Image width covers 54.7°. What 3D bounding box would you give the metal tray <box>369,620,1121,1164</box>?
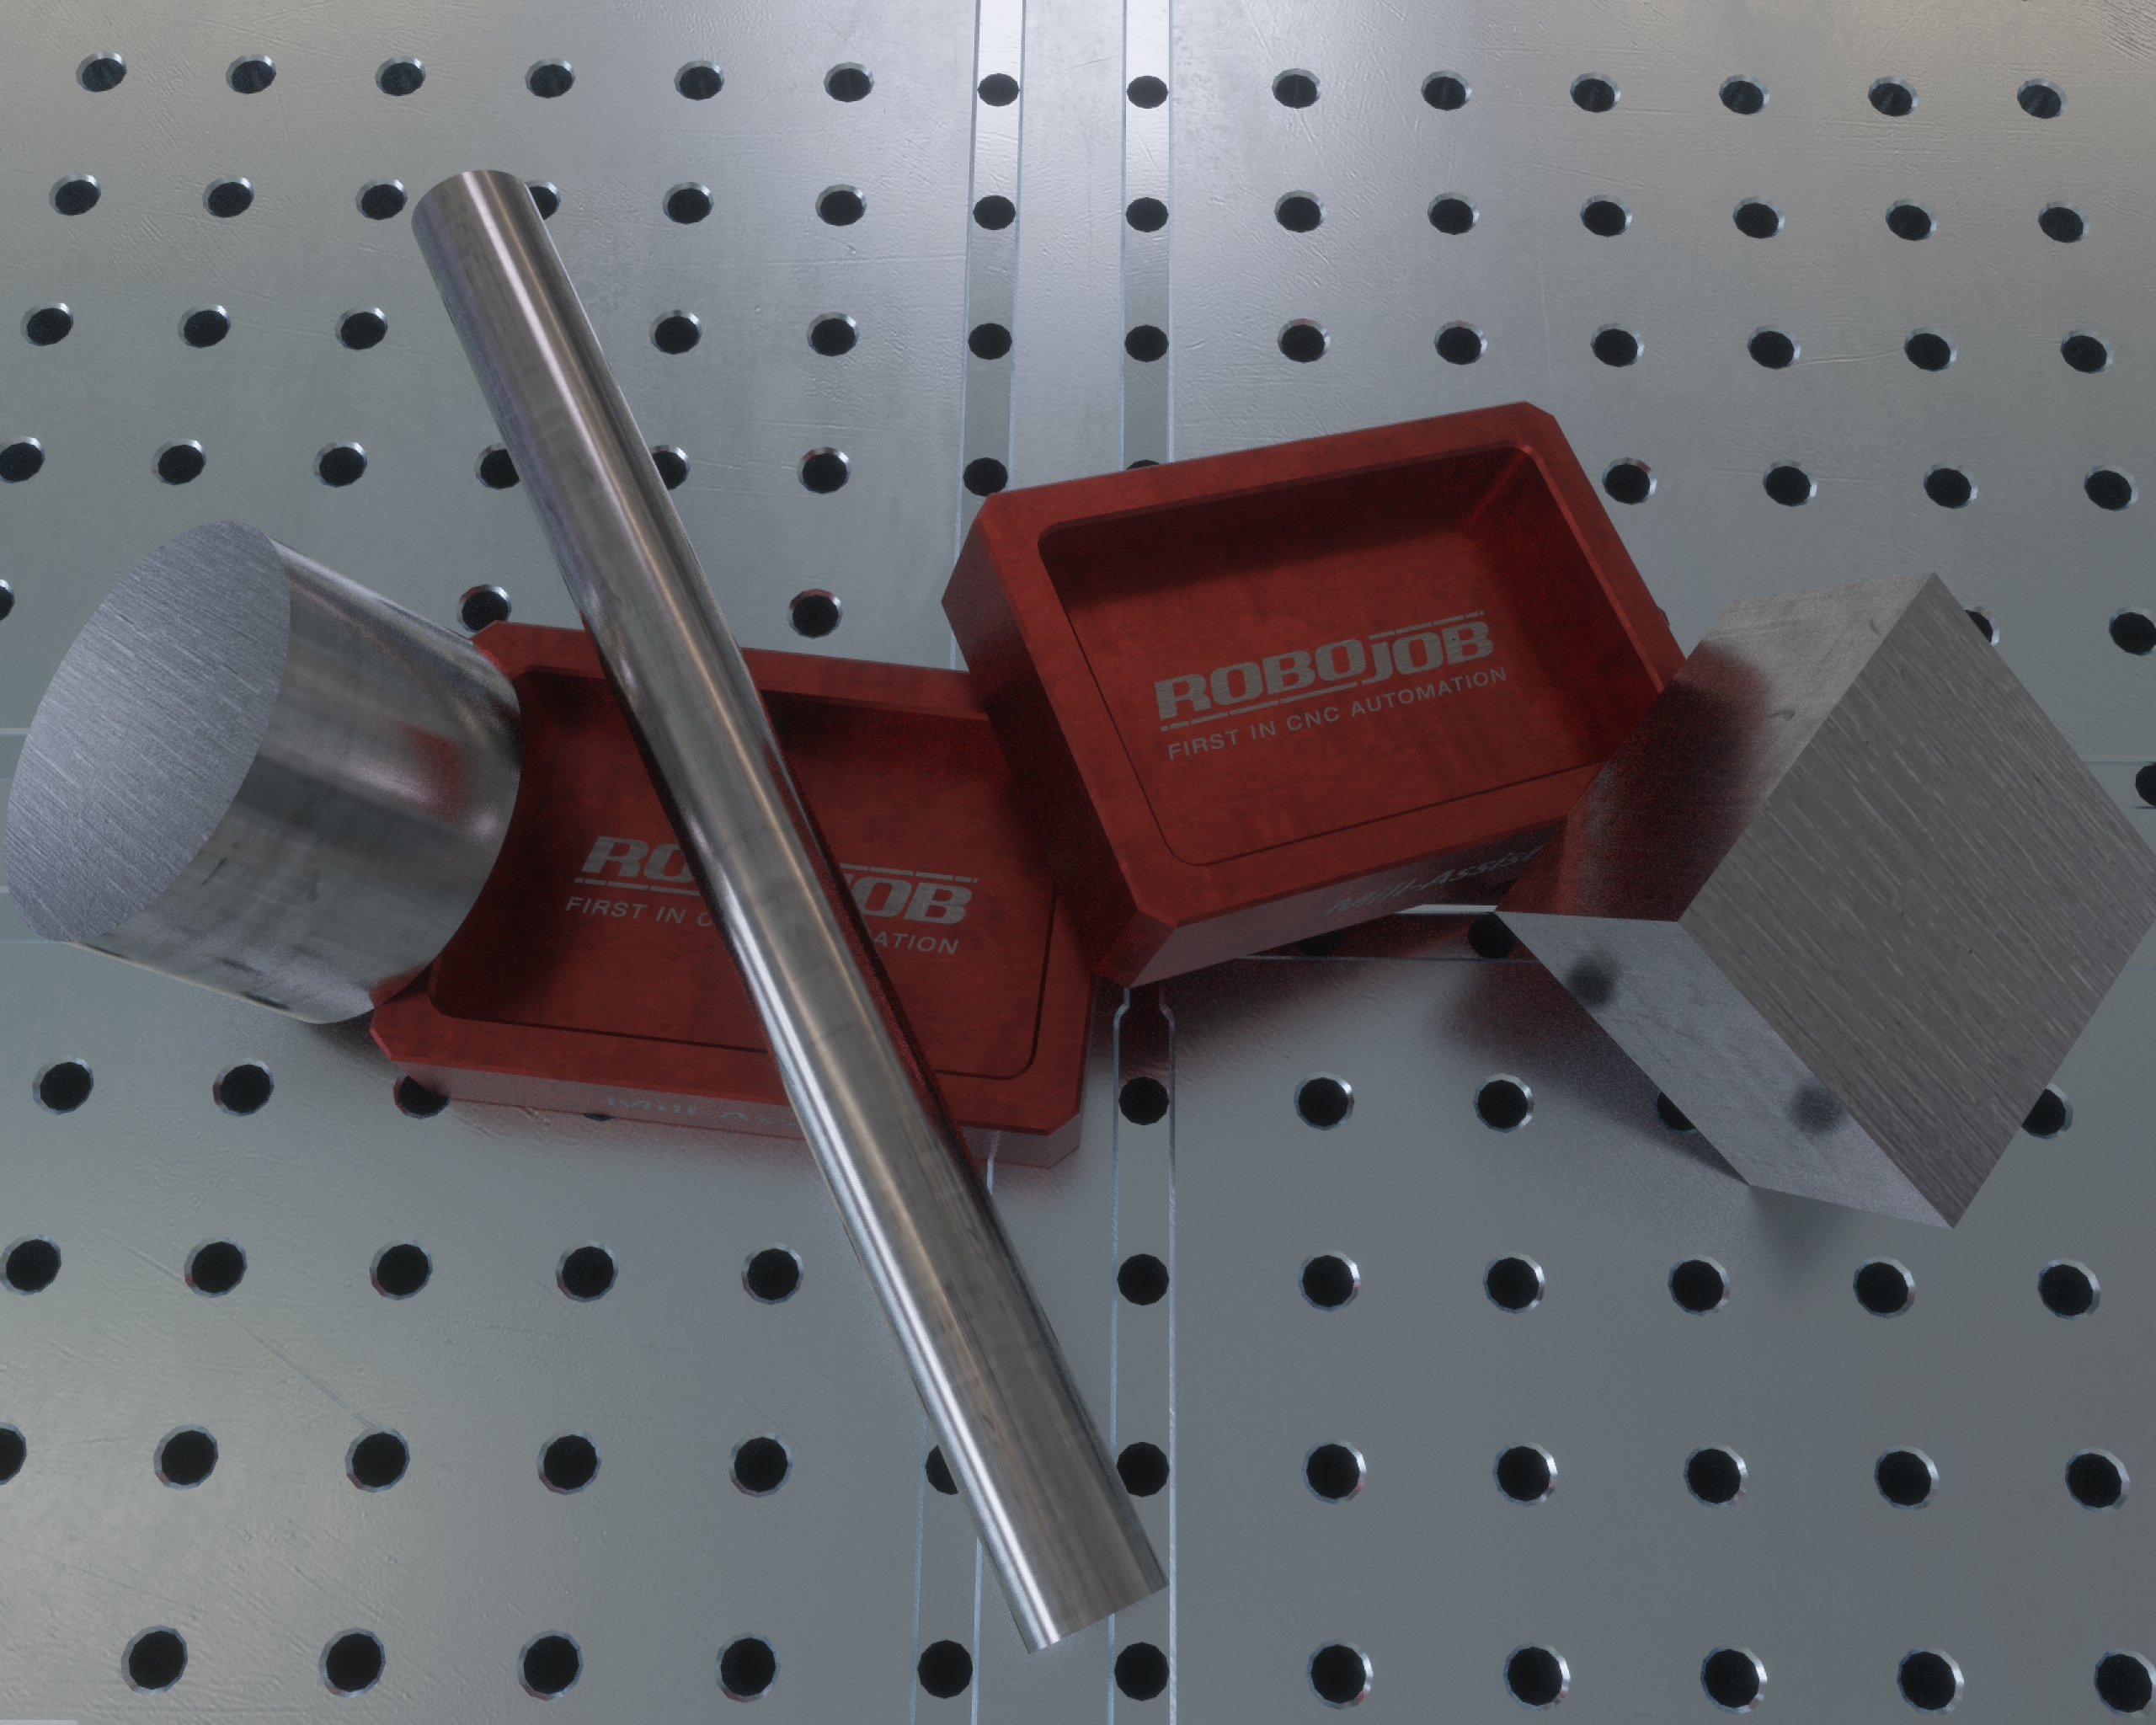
[{"bbox_3d":[-0.060,0.006,0.406,0.131,0.030,0.090,6,70,2],"label":"metal tray"}]

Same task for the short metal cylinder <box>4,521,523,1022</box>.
[{"bbox_3d":[-0.149,-0.016,0.384,0.080,0.050,0.080,-16,61,31],"label":"short metal cylinder"}]

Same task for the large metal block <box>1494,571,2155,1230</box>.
[{"bbox_3d":[0.138,0.006,0.378,0.080,0.050,0.080,45,74,-18],"label":"large metal block"}]

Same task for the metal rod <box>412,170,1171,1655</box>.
[{"bbox_3d":[-0.060,-0.006,0.381,0.025,0.025,0.299,-24,72,-8],"label":"metal rod"}]

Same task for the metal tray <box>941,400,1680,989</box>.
[{"bbox_3d":[0.050,-0.036,0.402,0.131,0.030,0.090,-14,70,-23],"label":"metal tray"}]
